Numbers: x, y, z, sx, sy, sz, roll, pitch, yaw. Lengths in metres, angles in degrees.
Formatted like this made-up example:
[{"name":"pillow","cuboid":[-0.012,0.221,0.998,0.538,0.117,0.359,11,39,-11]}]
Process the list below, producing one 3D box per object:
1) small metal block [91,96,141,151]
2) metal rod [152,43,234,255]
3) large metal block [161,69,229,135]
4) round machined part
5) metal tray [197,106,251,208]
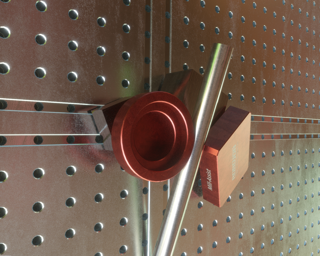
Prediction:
[{"name":"small metal block","cuboid":[-0.046,-0.006,0.367,0.050,0.025,0.050,-28,108,-37]},{"name":"metal rod","cuboid":[0.035,0.047,0.383,0.025,0.025,0.298,8,101,-40]},{"name":"large metal block","cuboid":[0.041,-0.023,0.424,0.080,0.050,0.080,29,72,-37]},{"name":"round machined part","cuboid":[-0.011,0.009,0.349,0.099,0.042,0.097,-1,91,-37]},{"name":"metal tray","cuboid":[0.095,0.044,0.449,0.090,0.030,0.129,-46,142,-30]}]
